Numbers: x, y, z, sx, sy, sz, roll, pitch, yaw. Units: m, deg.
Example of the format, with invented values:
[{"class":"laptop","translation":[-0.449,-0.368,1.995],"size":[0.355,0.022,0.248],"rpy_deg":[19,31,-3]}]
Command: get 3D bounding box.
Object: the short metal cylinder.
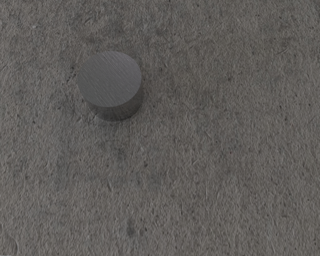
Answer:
[{"class":"short metal cylinder","translation":[-0.063,-0.055,0.415],"size":[0.080,0.050,0.080],"rpy_deg":[0,70,0]}]
